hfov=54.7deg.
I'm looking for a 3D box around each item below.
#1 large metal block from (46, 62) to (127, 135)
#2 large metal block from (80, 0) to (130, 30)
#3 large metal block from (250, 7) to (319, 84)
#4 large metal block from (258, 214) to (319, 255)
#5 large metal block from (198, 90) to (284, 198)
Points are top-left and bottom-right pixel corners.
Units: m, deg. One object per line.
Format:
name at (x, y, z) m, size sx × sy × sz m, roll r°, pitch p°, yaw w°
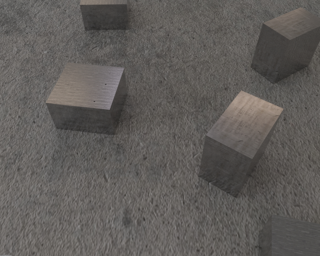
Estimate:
large metal block at (-0.094, -0.041, 0.420) m, size 0.080 × 0.050 × 0.080 m, roll 6°, pitch 50°, yaw 5°
large metal block at (-0.099, -0.227, 0.577) m, size 0.081 × 0.050 × 0.080 m, roll -1°, pitch 50°, yaw -1°
large metal block at (0.195, -0.125, 0.474) m, size 0.081 × 0.080 × 0.050 m, roll -27°, pitch 55°, yaw -21°
large metal block at (0.134, 0.133, 0.276) m, size 0.080 × 0.050 × 0.080 m, roll 10°, pitch 51°, yaw 8°
large metal block at (0.090, 0.019, 0.352) m, size 0.050 × 0.080 × 0.080 m, roll 29°, pitch 56°, yaw 22°
